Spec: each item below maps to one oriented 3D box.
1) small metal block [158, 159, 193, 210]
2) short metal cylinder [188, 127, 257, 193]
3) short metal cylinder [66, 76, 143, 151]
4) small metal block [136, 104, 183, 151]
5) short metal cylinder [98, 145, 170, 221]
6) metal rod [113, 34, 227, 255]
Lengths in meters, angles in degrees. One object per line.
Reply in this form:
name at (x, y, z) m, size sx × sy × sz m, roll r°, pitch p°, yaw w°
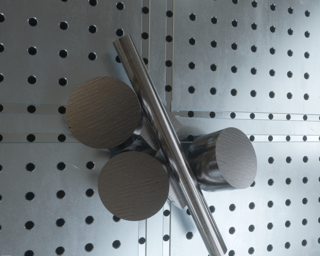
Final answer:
small metal block at (0.028, 0.073, 0.419) m, size 0.050 × 0.025 × 0.050 m, roll -42°, pitch 104°, yaw -15°
short metal cylinder at (0.084, 0.044, 0.413) m, size 0.081 × 0.050 × 0.080 m, roll 13°, pitch 67°, yaw -35°
short metal cylinder at (-0.061, -0.014, 0.358) m, size 0.081 × 0.050 × 0.080 m, roll 0°, pitch 82°, yaw 1°
small metal block at (-0.008, -0.004, 0.406) m, size 0.050 × 0.025 × 0.050 m, roll -45°, pitch 104°, yaw -14°
short metal cylinder at (-0.029, 0.063, 0.371) m, size 0.080 × 0.050 × 0.079 m, roll 0°, pitch 94°, yaw 2°
metal rod at (0.016, 0.029, 0.388) m, size 0.025 × 0.025 × 0.299 m, roll -27°, pitch 99°, yaw -18°
